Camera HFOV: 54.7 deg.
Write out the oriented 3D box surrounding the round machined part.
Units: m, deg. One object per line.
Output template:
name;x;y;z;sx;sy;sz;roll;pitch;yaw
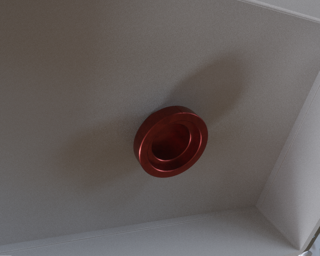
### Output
round machined part;0.011;0.014;0.409;0.099;0.042;0.097;-14;125;-21
